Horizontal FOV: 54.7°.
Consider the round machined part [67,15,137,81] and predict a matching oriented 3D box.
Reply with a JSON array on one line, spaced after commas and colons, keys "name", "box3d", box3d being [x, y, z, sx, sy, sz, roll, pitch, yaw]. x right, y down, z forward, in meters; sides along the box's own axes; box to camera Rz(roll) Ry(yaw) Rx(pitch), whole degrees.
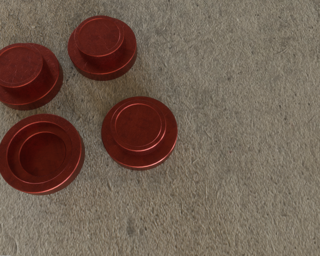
[{"name": "round machined part", "box3d": [-0.083, -0.120, 0.442, 0.099, 0.042, 0.098, 0, 70, 0]}]

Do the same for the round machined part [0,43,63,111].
[{"name": "round machined part", "box3d": [-0.188, -0.077, 0.426, 0.099, 0.042, 0.098, 0, 70, 0]}]

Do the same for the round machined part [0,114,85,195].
[{"name": "round machined part", "box3d": [-0.142, 0.035, 0.385, 0.099, 0.042, 0.098, 0, 70, 0]}]

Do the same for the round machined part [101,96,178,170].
[{"name": "round machined part", "box3d": [-0.026, 0.003, 0.398, 0.099, 0.042, 0.098, 0, 70, 0]}]
